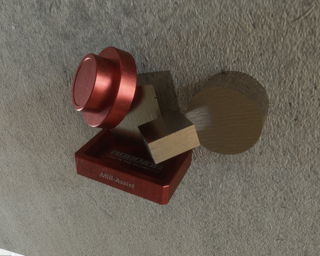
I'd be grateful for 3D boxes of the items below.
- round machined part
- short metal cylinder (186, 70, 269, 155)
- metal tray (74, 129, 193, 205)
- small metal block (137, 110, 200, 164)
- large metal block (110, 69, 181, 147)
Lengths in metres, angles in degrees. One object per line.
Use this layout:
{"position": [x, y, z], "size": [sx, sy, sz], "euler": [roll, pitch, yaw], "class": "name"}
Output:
{"position": [-0.072, -0.050, 0.367], "size": [0.042, 0.098, 0.098], "euler": [13, 140, -36], "class": "round machined part"}
{"position": [0.075, -0.017, 0.343], "size": [0.080, 0.050, 0.079], "euler": [13, 124, 21], "class": "short metal cylinder"}
{"position": [-0.033, 0.042, 0.409], "size": [0.130, 0.090, 0.030], "euler": [16, 125, 19], "class": "metal tray"}
{"position": [0.008, 0.008, 0.334], "size": [0.050, 0.050, 0.025], "euler": [-23, 115, -7], "class": "small metal block"}
{"position": [-0.023, -0.023, 0.391], "size": [0.080, 0.050, 0.080], "euler": [-1, 118, 29], "class": "large metal block"}
